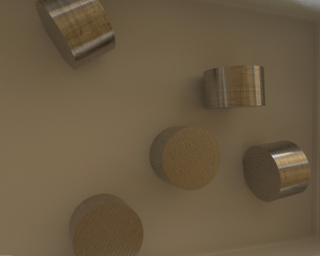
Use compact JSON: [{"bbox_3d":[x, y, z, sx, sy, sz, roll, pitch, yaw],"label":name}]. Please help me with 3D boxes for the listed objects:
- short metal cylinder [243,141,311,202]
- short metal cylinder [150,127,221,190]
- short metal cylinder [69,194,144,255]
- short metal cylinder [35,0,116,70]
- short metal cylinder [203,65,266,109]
[{"bbox_3d":[0.164,0.061,0.444,0.050,0.080,0.079,-9,93,-20],"label":"short metal cylinder"},{"bbox_3d":[0.032,0.038,0.410,0.081,0.050,0.079,0,90,-21],"label":"short metal cylinder"},{"bbox_3d":[-0.066,0.124,0.374,0.081,0.050,0.079,0,90,-21],"label":"short metal cylinder"},{"bbox_3d":[-0.094,-0.113,0.347,0.050,0.080,0.080,-34,102,-17],"label":"short metal cylinder"},{"bbox_3d":[0.100,-0.053,0.420,0.081,0.080,0.050,-3,92,-20],"label":"short metal cylinder"}]
